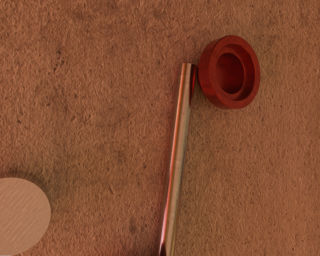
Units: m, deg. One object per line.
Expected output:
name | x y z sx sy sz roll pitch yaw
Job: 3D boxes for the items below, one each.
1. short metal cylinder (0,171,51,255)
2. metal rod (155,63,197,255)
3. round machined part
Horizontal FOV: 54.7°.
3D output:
short metal cylinder | -0.162 0.090 0.336 0.081 0.050 0.079 0 90 -21
metal rod | 0.020 0.062 0.417 0.025 0.025 0.298 8 87 -20
round machined part | 0.090 -0.074 0.427 0.099 0.042 0.097 0 90 -34
